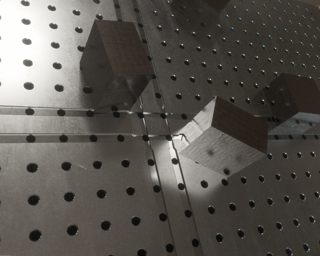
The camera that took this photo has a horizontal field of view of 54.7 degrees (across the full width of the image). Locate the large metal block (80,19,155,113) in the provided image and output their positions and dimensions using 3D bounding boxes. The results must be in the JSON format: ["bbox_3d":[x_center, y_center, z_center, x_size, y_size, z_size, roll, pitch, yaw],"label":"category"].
[{"bbox_3d":[-0.058,-0.076,0.389,0.050,0.080,0.080,-8,66,-32],"label":"large metal block"}]

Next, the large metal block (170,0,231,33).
[{"bbox_3d":[0.079,-0.239,0.583,0.080,0.050,0.080,39,51,-2],"label":"large metal block"}]

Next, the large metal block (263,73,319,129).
[{"bbox_3d":[0.244,-0.047,0.555,0.081,0.050,0.080,4,60,-27],"label":"large metal block"}]

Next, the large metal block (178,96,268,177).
[{"bbox_3d":[0.083,0.015,0.411,0.080,0.080,0.050,26,52,-12],"label":"large metal block"}]
